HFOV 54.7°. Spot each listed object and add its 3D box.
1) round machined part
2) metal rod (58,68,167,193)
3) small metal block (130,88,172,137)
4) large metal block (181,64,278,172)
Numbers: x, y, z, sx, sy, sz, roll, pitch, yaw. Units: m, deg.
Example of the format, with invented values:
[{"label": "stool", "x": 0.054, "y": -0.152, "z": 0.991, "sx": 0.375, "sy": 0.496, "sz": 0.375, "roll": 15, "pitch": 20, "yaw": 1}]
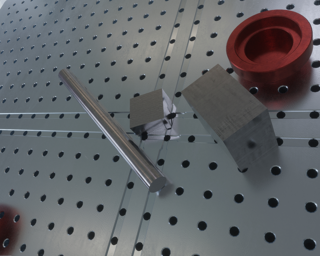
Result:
[{"label": "round machined part", "x": 0.136, "y": -0.096, "z": 0.385, "sx": 0.098, "sy": 0.042, "sz": 0.098, "roll": -13, "pitch": 56, "yaw": 21}, {"label": "metal rod", "x": -0.086, "y": -0.014, "z": 0.462, "sx": 0.025, "sy": 0.025, "sz": 0.300, "roll": -44, "pitch": 51, "yaw": -2}, {"label": "small metal block", "x": -0.014, "y": -0.021, "z": 0.428, "sx": 0.050, "sy": 0.025, "sz": 0.050, "roll": -16, "pitch": 55, "yaw": 19}, {"label": "large metal block", "x": 0.077, "y": -0.010, "z": 0.339, "sx": 0.050, "sy": 0.080, "sz": 0.080, "roll": -37, "pitch": 51, "yaw": 3}]
